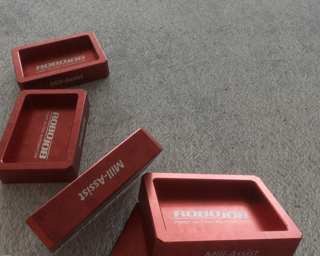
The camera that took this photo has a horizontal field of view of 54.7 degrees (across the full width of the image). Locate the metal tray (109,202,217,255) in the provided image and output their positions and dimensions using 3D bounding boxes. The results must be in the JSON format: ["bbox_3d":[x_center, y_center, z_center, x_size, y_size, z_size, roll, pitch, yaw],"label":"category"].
[{"bbox_3d":[-0.006,0.141,0.281,0.090,0.030,0.130,18,52,14],"label":"metal tray"}]

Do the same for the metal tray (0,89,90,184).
[{"bbox_3d":[-0.144,0.006,0.393,0.091,0.030,0.130,-1,50,-1],"label":"metal tray"}]

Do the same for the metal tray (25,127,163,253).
[{"bbox_3d":[-0.062,0.062,0.305,0.030,0.090,0.131,47,61,6],"label":"metal tray"}]

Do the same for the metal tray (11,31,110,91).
[{"bbox_3d":[-0.155,-0.103,0.484,0.131,0.030,0.090,-18,52,-15],"label":"metal tray"}]

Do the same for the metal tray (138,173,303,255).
[{"bbox_3d":[0.051,0.082,0.292,0.131,0.030,0.090,4,27,-14],"label":"metal tray"}]
